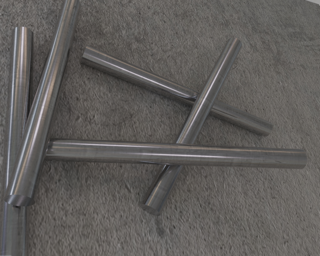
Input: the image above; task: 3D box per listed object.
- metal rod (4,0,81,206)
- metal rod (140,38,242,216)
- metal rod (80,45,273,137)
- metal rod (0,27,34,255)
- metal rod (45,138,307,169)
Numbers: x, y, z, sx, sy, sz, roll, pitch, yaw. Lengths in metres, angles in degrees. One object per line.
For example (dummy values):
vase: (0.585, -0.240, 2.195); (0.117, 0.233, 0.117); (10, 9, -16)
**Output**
metal rod: (-0.123, -0.058, 0.354); (0.025, 0.025, 0.300); (15, 50, -20)
metal rod: (0.054, -0.022, 0.418); (0.025, 0.025, 0.301); (34, 59, -6)
metal rod: (0.035, -0.048, 0.451); (0.302, 0.025, 0.025); (20, 54, -16)
metal rod: (-0.145, 0.015, 0.316); (0.025, 0.025, 0.299); (4, 60, -26)
metal rod: (0.025, 0.030, 0.354); (0.302, 0.025, 0.025); (3, 59, -11)
